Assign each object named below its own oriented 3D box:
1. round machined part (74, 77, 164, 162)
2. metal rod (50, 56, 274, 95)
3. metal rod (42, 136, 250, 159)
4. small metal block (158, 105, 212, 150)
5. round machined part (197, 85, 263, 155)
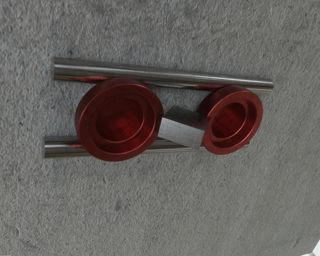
[{"bbox_3d":[-0.049,-0.013,0.357,0.099,0.042,0.097,-14,124,-21],"label":"round machined part"},{"bbox_3d":[0.024,-0.060,0.384,0.303,0.025,0.025,0,119,-29],"label":"metal rod"},{"bbox_3d":[0.001,0.022,0.422,0.303,0.025,0.025,0,119,-29],"label":"metal rod"},{"bbox_3d":[0.031,-0.002,0.374,0.050,0.050,0.025,19,115,11],"label":"small metal block"},{"bbox_3d":[0.090,-0.014,0.431,0.099,0.042,0.097,-14,124,-21],"label":"round machined part"}]
